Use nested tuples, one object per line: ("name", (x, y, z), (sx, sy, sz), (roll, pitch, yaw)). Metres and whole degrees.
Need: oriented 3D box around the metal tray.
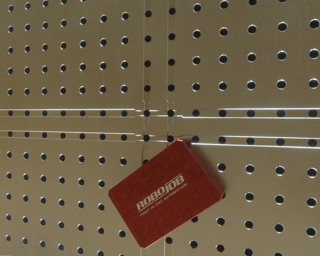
("metal tray", (0.006, 0.086, 0.408), (0.130, 0.030, 0.090), (-38, 78, 16))
